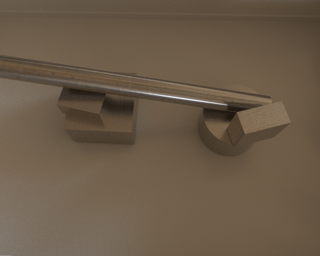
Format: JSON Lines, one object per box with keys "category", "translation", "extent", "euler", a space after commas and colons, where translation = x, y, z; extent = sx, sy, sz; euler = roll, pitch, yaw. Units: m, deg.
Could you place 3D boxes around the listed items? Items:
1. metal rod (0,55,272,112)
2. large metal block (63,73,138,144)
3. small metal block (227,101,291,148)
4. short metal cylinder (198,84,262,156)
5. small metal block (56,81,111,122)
{"category": "metal rod", "translation": [-0.023, -0.046, 0.350], "extent": [0.302, 0.025, 0.025], "euler": [8, 70, -6]}
{"category": "large metal block", "translation": [-0.072, -0.026, 0.402], "extent": [0.081, 0.050, 0.080], "euler": [3, 70, 0]}
{"category": "small metal block", "translation": [0.107, -0.003, 0.343], "extent": [0.050, 0.050, 0.025], "euler": [-14, 71, -5]}
{"category": "short metal cylinder", "translation": [0.093, -0.009, 0.399], "extent": [0.081, 0.050, 0.080], "euler": [0, 70, 0]}
{"category": "small metal block", "translation": [-0.087, -0.039, 0.368], "extent": [0.050, 0.025, 0.050], "euler": [12, 70, 4]}
